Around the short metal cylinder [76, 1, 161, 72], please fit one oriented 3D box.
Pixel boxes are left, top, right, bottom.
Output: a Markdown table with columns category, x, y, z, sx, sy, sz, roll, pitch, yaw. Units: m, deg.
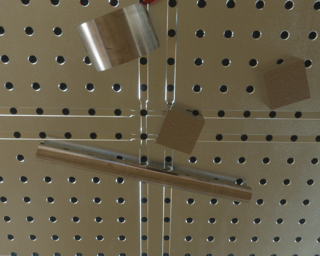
| category | x | y | z | sx | sy | sz | roll | pitch | yaw |
| --- | --- | --- | --- | --- | --- | --- | --- | --- | --- |
| short metal cylinder | -0.046 | -0.102 | 0.346 | 0.080 | 0.080 | 0.050 | -19 | 109 | 7 |

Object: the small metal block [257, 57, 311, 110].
| category | x | y | z | sx | sy | sz | roll | pitch | yaw |
| --- | --- | --- | --- | --- | --- | --- | --- | --- | --- |
| small metal block | 0.157 | -0.057 | 0.394 | 0.050 | 0.025 | 0.050 | -18 | 109 | 6 |

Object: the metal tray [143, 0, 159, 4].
| category | x | y | z | sx | sy | sz | roll | pitch | yaw |
| --- | --- | --- | --- | --- | --- | --- | --- | --- | --- |
| metal tray | 0.022 | -0.206 | 0.334 | 0.130 | 0.030 | 0.090 | -26 | 108 | 9 |

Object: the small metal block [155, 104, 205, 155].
| category | x | y | z | sx | sy | sz | roll | pitch | yaw |
| --- | --- | --- | --- | --- | --- | --- | --- | --- | --- |
| small metal block | 0.026 | 0.002 | 0.414 | 0.050 | 0.025 | 0.050 | 19 | 109 | -7 |

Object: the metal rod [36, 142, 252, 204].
| category | x | y | z | sx | sy | sz | roll | pitch | yaw |
| --- | --- | --- | --- | --- | --- | --- | --- | --- | --- |
| metal rod | -0.018 | 0.065 | 0.436 | 0.302 | 0.025 | 0.025 | 13 | 110 | -5 |
